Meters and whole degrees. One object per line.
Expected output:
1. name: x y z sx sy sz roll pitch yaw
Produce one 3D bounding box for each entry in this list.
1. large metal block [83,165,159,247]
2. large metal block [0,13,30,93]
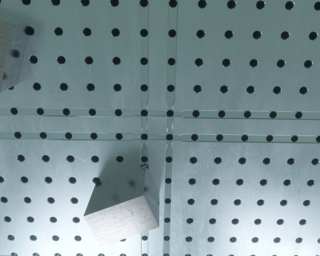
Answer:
1. large metal block: -0.048 0.102 0.421 0.080 0.080 0.050 -21 109 7
2. large metal block: -0.209 -0.097 0.363 0.080 0.050 0.080 18 109 -7
